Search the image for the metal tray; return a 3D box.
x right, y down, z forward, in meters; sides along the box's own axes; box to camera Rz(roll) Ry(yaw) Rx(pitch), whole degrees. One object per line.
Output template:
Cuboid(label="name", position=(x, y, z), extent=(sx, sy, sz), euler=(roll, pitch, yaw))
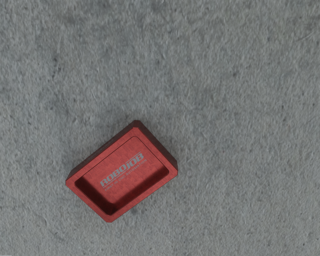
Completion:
Cuboid(label="metal tray", position=(-0.052, 0.062, 0.429), extent=(0.130, 0.030, 0.090), euler=(-38, 106, 12))
